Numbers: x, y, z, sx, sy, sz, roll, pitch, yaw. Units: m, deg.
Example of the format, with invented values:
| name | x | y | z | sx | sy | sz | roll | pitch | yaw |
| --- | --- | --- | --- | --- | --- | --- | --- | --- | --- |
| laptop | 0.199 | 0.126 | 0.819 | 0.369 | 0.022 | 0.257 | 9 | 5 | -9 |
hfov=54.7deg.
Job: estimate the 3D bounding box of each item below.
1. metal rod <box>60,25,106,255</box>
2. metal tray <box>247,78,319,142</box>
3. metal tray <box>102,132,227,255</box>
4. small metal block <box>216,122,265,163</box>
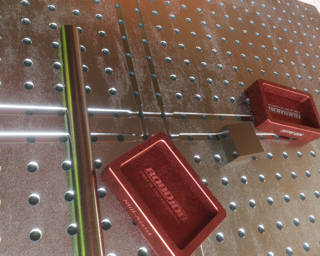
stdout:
| name | x | y | z | sx | sy | sz | roll | pitch | yaw |
| --- | --- | --- | --- | --- | --- | --- | --- | --- | --- |
| metal rod | -0.094 | 0.000 | 0.358 | 0.025 | 0.025 | 0.299 | 2 | 61 | -28 |
| metal tray | 0.221 | -0.030 | 0.545 | 0.131 | 0.030 | 0.090 | 11 | 57 | -23 |
| metal tray | 0.006 | 0.078 | 0.362 | 0.091 | 0.030 | 0.130 | -31 | 79 | -38 |
| small metal block | 0.120 | 0.021 | 0.462 | 0.050 | 0.025 | 0.050 | -5 | 65 | -31 |
